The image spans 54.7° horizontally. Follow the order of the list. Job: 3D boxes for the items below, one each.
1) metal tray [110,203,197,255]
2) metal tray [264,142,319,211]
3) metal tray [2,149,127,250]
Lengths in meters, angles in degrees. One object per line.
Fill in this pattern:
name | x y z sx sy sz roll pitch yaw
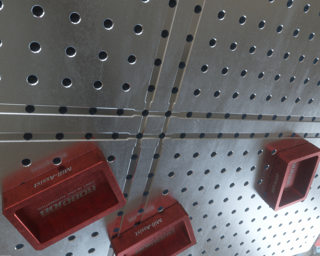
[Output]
metal tray | -0.007 0.193 0.525 0.131 0.030 0.090 -26 128 -12
metal tray | 0.264 0.098 0.616 0.091 0.030 0.129 -13 124 -22
metal tray | -0.119 0.093 0.401 0.131 0.030 0.090 -26 128 -13
